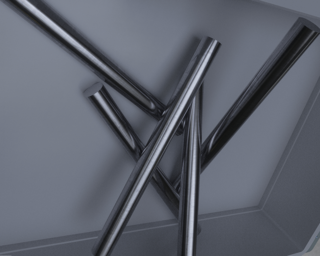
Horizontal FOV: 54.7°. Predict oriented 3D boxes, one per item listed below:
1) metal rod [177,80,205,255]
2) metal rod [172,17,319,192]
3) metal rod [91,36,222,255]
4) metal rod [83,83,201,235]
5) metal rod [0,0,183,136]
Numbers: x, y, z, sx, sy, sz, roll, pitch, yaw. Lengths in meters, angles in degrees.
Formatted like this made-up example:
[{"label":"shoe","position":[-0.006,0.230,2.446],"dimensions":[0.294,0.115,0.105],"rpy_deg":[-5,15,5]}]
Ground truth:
[{"label":"metal rod","position":[0.038,0.086,0.402],"dimensions":[0.025,0.025,0.298],"rpy_deg":[1,92,-29]},{"label":"metal rod","position":[0.084,0.000,0.387],"dimensions":[0.025,0.025,0.298],"rpy_deg":[1,139,-29]},{"label":"metal rod","position":[-0.007,0.029,0.380],"dimensions":[0.025,0.025,0.299],"rpy_deg":[23,98,-37]},{"label":"metal rod","position":[-0.009,0.063,0.426],"dimensions":[0.025,0.025,0.299],"rpy_deg":[-35,124,-5]},{"label":"metal rod","position":[-0.067,-0.071,0.327],"dimensions":[0.025,0.025,0.301],"rpy_deg":[-48,129,5]}]
